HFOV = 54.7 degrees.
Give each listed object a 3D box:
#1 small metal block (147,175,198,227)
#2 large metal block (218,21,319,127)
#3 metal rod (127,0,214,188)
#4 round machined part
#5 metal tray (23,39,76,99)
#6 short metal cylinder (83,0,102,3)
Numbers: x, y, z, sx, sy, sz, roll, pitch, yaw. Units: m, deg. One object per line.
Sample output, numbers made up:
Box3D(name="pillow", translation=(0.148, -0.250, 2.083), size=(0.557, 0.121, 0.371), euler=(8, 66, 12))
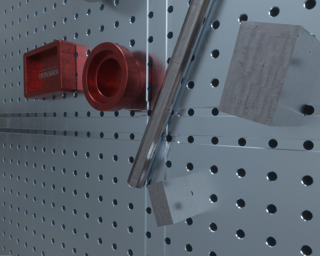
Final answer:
Box3D(name="small metal block", translation=(0.016, 0.089, 0.380), size=(0.025, 0.050, 0.050), euler=(-25, 74, 37))
Box3D(name="large metal block", translation=(0.105, -0.047, 0.287), size=(0.050, 0.081, 0.079), euler=(21, 104, 38))
Box3D(name="metal rod", translation=(0.015, -0.056, 0.396), size=(0.025, 0.025, 0.298), euler=(32, 110, 35))
Box3D(name="round machined part", translation=(-0.067, -0.073, 0.454), size=(0.098, 0.042, 0.097), euler=(0, 90, 40))
Box3D(name="metal tray", translation=(-0.209, -0.105, 0.578), size=(0.130, 0.030, 0.089), euler=(-3, 88, 40))
Box3D(name="short metal cylinder", translation=(-0.112, -0.238, 0.466), size=(0.050, 0.081, 0.079), euler=(39, 114, 33))
